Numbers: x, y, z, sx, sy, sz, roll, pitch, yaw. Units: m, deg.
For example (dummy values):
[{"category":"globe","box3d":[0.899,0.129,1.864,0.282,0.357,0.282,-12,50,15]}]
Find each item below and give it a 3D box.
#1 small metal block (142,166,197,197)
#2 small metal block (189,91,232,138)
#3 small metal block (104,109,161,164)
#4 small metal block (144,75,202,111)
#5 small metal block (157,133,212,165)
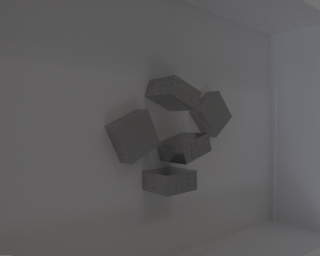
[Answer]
[{"category":"small metal block","box3d":[0.012,0.068,0.400,0.050,0.050,0.025,-3,92,-40]},{"category":"small metal block","box3d":[0.078,-0.021,0.471,0.050,0.025,0.050,-48,118,-29]},{"category":"small metal block","box3d":[-0.032,0.009,0.379,0.050,0.025,0.050,-32,110,-35]},{"category":"small metal block","box3d":[0.017,-0.044,0.404,0.050,0.050,0.025,26,74,-37]},{"category":"small metal block","box3d":[0.032,0.026,0.417,0.050,0.050,0.025,-23,105,-38]}]
